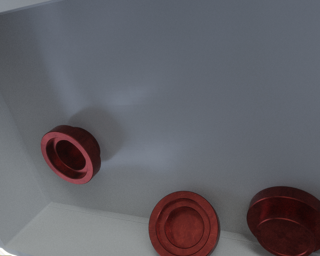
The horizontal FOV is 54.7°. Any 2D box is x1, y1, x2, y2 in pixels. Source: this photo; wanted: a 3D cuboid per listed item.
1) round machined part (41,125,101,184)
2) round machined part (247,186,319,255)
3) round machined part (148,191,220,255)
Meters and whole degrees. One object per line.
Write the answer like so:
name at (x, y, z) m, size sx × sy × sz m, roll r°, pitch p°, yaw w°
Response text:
round machined part at (-0.134, 0.038, 0.489) m, size 0.098 × 0.042 × 0.097 m, roll 13°, pitch 124°, yaw 20°
round machined part at (0.159, 0.125, 0.391) m, size 0.098 × 0.042 × 0.097 m, roll 13°, pitch 124°, yaw 20°
round machined part at (0.037, 0.143, 0.442) m, size 0.098 × 0.098 × 0.042 m, roll 10°, pitch 161°, yaw 22°
